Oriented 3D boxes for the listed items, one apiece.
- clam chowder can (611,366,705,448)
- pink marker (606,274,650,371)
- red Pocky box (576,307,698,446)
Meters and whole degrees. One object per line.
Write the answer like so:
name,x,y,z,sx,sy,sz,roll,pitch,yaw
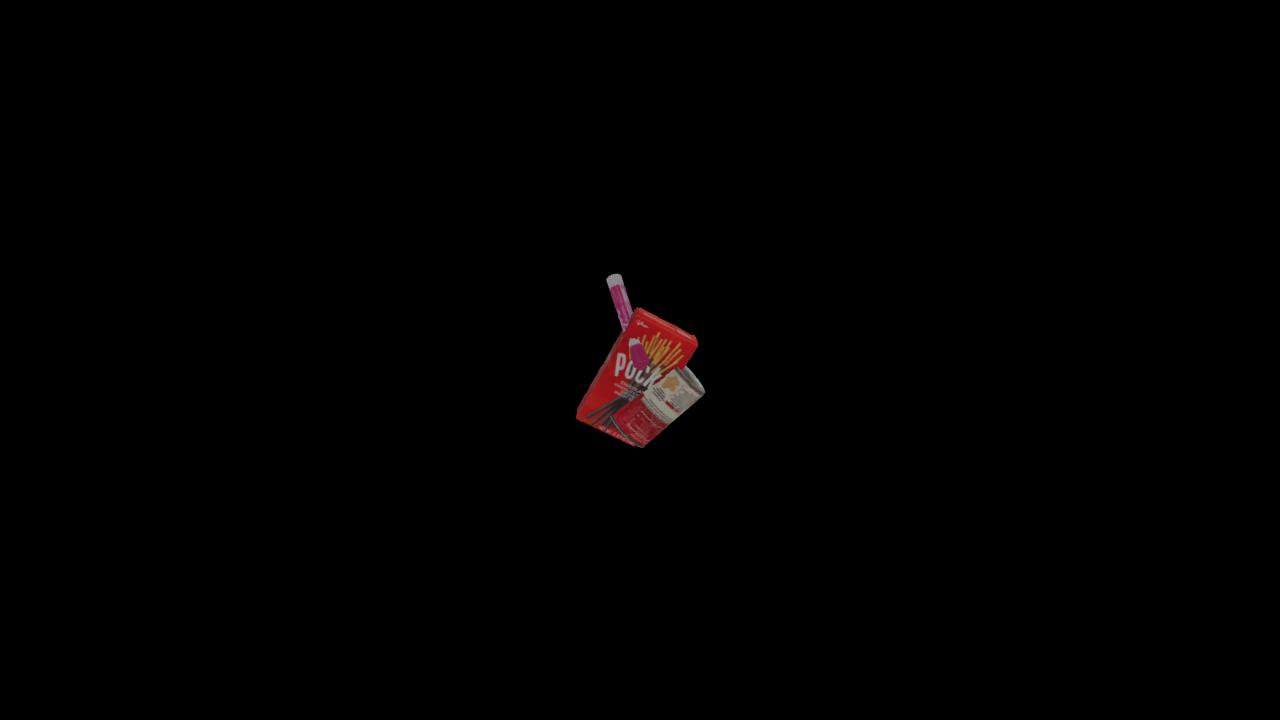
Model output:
clam chowder can,0.020,0.048,0.741,0.102,0.068,0.068,-41,-10,11
pink marker,-0.014,-0.044,0.706,0.020,0.121,0.020,-16,-21,-6
red Pocky box,-0.006,0.022,0.723,0.083,0.155,0.028,27,20,-11
